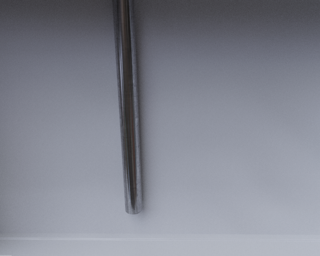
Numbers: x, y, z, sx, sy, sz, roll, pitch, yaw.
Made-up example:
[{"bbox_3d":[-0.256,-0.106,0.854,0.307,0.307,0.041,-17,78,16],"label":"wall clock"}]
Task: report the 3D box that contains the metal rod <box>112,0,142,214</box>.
[{"bbox_3d":[-0.041,-0.020,0.403,0.025,0.025,0.298,-1,110,0],"label":"metal rod"}]
